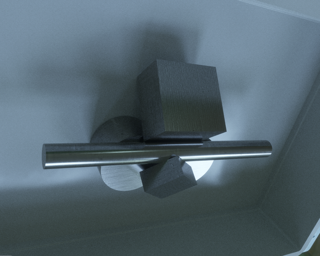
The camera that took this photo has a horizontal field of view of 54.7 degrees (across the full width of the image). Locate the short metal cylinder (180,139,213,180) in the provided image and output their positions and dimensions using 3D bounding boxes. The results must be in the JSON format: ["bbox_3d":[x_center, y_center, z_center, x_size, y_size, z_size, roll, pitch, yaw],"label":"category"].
[{"bbox_3d":[0.028,0.033,0.429,0.081,0.050,0.079,-14,125,-21],"label":"short metal cylinder"}]

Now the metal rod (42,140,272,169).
[{"bbox_3d":[0.020,0.029,0.372,0.303,0.025,0.025,1,118,-29],"label":"metal rod"}]

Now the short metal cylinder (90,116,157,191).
[{"bbox_3d":[-0.042,0.032,0.389,0.081,0.050,0.079,-14,125,-21],"label":"short metal cylinder"}]

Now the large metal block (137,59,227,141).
[{"bbox_3d":[0.024,-0.028,0.361,0.081,0.050,0.080,1,75,-29],"label":"large metal block"}]

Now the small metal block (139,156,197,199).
[{"bbox_3d":[0.011,0.061,0.373,0.050,0.025,0.050,-25,151,13],"label":"small metal block"}]
